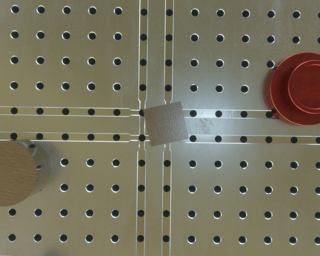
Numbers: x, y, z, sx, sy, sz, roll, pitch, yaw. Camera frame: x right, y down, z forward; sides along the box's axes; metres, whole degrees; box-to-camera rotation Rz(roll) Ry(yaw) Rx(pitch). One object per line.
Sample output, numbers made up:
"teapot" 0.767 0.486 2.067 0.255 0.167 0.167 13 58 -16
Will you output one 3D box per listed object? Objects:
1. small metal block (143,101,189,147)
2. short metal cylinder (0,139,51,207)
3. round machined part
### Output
"small metal block" 0.008 -0.005 0.414 0.050 0.025 0.050 -12 90 -1
"short metal cylinder" -0.189 0.055 0.398 0.081 0.050 0.079 0 90 -1
"round machined part" 0.194 -0.052 0.407 0.099 0.042 0.097 0 90 -1
